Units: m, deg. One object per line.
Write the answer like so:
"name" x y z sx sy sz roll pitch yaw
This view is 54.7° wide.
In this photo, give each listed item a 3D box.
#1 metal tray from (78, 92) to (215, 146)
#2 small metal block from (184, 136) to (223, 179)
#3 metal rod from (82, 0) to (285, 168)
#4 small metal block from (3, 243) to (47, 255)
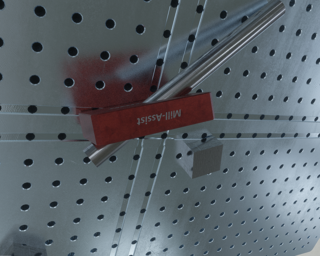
"metal tray" -0.017 -0.014 0.348 0.131 0.090 0.030 -13 99 -21
"small metal block" 0.066 0.045 0.475 0.050 0.025 0.050 -13 124 -21
"metal rod" 0.039 -0.061 0.361 0.301 0.025 0.025 -40 130 -14
"small metal block" -0.191 0.190 0.424 0.050 0.025 0.050 34 99 -39
